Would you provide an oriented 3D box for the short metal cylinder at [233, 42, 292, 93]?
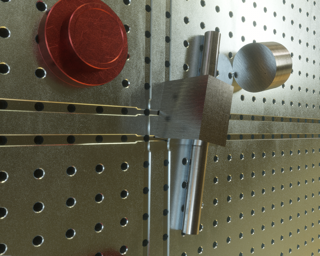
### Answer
[{"bbox_3d":[0.169,-0.102,0.515,0.050,0.080,0.079,-16,100,-39],"label":"short metal cylinder"}]

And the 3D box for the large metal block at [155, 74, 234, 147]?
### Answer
[{"bbox_3d":[0.045,-0.020,0.411,0.050,0.080,0.080,16,80,-39],"label":"large metal block"}]

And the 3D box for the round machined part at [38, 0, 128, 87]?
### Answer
[{"bbox_3d":[-0.075,-0.095,0.335,0.099,0.042,0.097,0,90,-40],"label":"round machined part"}]

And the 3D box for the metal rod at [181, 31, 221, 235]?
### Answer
[{"bbox_3d":[0.062,0.003,0.461,0.025,0.025,0.298,12,82,-40],"label":"metal rod"}]
